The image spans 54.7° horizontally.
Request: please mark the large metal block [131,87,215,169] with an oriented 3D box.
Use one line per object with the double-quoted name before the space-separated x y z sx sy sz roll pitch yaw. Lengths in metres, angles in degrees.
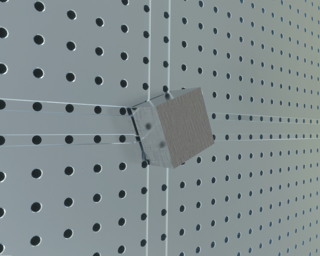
"large metal block" 0.019 -0.002 0.407 0.081 0.050 0.080 -27 107 -37
